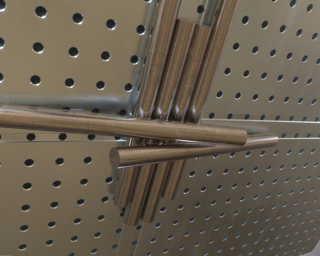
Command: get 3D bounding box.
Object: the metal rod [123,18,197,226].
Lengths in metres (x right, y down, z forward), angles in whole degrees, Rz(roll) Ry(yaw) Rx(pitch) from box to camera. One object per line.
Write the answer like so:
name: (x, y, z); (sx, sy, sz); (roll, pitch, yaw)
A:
metal rod: (-0.008, 0.009, 0.411); (0.025, 0.025, 0.298); (1, 118, -29)

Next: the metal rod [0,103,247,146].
metal rod: (-0.031, -0.001, 0.363); (0.302, 0.025, 0.025); (5, 116, -21)

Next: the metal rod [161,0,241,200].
metal rod: (0.048, -0.028, 0.418); (0.025, 0.025, 0.298); (1, 118, -29)

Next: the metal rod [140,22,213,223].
metal rod: (0.014, 0.010, 0.425); (0.025, 0.025, 0.298); (1, 118, -29)

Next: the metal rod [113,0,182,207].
metal rod: (-0.020, -0.026, 0.383); (0.025, 0.025, 0.298); (1, 118, -29)

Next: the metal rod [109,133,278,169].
metal rod: (0.070, 0.027, 0.438); (0.302, 0.025, 0.025); (-3, 120, -37)
